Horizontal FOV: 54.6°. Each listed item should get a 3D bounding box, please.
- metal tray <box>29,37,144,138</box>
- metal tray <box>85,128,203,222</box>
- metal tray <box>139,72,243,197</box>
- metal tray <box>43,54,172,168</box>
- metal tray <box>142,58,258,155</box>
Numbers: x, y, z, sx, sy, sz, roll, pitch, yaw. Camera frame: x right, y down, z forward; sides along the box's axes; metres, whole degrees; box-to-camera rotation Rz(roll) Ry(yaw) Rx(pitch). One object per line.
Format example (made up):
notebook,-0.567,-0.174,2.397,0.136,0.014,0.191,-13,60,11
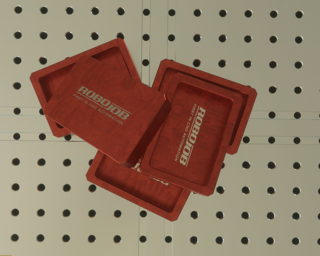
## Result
metal tray,-0.091,-0.052,0.410,0.130,0.030,0.090,-22,90,0
metal tray,-0.019,0.054,0.411,0.130,0.030,0.090,26,90,0
metal tray,0.038,0.008,0.380,0.090,0.030,0.130,20,78,0
metal tray,-0.064,-0.023,0.370,0.130,0.030,0.090,29,82,22
metal tray,0.050,-0.027,0.410,0.131,0.030,0.090,19,90,1
